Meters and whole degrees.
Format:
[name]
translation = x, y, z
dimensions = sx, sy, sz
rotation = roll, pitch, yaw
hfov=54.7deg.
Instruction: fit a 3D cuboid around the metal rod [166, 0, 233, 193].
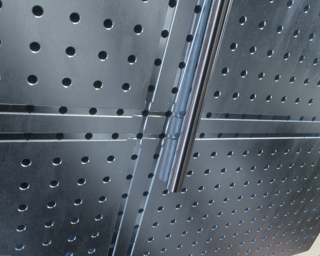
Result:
[metal rod]
translation = 0.049, -0.038, 0.415
dimensions = 0.025, 0.025, 0.298
rotation = -3, 120, -27
